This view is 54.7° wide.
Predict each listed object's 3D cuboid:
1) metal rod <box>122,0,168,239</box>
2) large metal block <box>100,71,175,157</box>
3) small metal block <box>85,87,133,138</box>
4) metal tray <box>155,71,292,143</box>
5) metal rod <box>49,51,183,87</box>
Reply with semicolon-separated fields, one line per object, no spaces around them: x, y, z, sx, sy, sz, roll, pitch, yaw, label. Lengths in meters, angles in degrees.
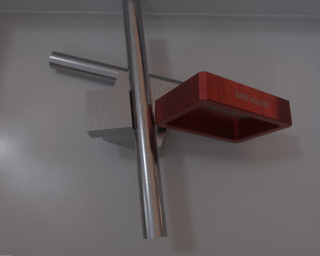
-0.022;-0.028;0.365;0.025;0.025;0.299;-6;70;-3;metal rod
-0.025;-0.017;0.401;0.080;0.050;0.080;17;71;6;large metal block
-0.058;-0.018;0.361;0.050;0.025;0.050;-6;70;-3;small metal block
0.071;-0.017;0.352;0.131;0.090;0.030;12;68;-29;metal tray
-0.006;-0.061;0.431;0.302;0.025;0.025;14;71;4;metal rod
